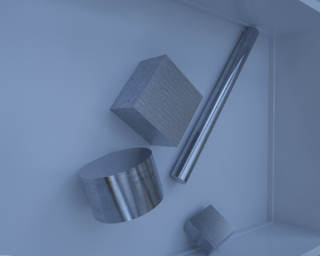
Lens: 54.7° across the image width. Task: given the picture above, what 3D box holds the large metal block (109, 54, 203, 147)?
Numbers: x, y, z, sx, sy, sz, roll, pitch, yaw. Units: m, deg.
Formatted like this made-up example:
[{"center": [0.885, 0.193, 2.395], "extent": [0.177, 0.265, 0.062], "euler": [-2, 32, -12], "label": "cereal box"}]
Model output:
[{"center": [-0.002, -0.032, 0.391], "extent": [0.080, 0.050, 0.080], "euler": [43, 64, -32], "label": "large metal block"}]

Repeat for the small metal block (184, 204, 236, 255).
[{"center": [0.072, 0.147, 0.451], "extent": [0.050, 0.050, 0.025], "euler": [-22, 142, -38], "label": "small metal block"}]

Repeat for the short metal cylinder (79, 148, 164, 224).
[{"center": [-0.041, 0.060, 0.338], "extent": [0.081, 0.080, 0.050], "euler": [-25, 106, -37], "label": "short metal cylinder"}]

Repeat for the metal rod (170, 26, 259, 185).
[{"center": [0.093, -0.048, 0.487], "extent": [0.025, 0.025, 0.300], "euler": [44, 63, -31], "label": "metal rod"}]
